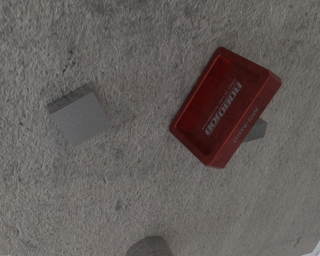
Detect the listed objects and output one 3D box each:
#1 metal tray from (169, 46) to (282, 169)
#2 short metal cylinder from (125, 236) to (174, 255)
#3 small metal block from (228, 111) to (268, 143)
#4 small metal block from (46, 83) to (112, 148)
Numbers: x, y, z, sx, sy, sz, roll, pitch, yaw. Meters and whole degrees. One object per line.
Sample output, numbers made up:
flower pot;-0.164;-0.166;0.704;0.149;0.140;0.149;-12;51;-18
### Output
metal tray;0.075;-0.026;0.387;0.030;0.090;0.129;18;109;-43
short metal cylinder;-0.014;0.232;0.526;0.081;0.050;0.079;-14;124;-21
small metal block;0.118;-0.004;0.453;0.050;0.050;0.025;-12;124;-22
small metal block;-0.090;-0.014;0.349;0.050;0.025;0.050;-31;129;-9
